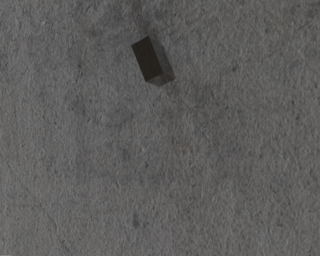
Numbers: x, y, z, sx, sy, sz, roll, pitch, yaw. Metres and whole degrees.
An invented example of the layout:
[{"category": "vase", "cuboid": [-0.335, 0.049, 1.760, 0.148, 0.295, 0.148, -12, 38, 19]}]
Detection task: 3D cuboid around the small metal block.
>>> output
[{"category": "small metal block", "cuboid": [-0.007, -0.084, 0.399, 0.025, 0.050, 0.050, -24, 82, 19]}]
